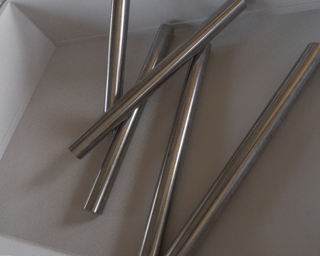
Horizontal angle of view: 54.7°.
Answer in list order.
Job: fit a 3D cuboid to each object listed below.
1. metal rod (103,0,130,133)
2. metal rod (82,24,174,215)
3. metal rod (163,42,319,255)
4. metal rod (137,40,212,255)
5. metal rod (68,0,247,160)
[{"bbox_3d":[-0.056,-0.142,0.423,0.025,0.025,0.298,10,98,32],"label":"metal rod"},{"bbox_3d":[-0.037,-0.027,0.439,0.025,0.025,0.300,7,65,31],"label":"metal rod"},{"bbox_3d":[0.097,0.026,0.338,0.025,0.025,0.300,29,77,37],"label":"metal rod"},{"bbox_3d":[0.024,0.013,0.383,0.025,0.025,0.300,2,62,29],"label":"metal rod"},{"bbox_3d":[-0.002,-0.069,0.414,0.300,0.025,0.025,-43,51,-2],"label":"metal rod"}]
